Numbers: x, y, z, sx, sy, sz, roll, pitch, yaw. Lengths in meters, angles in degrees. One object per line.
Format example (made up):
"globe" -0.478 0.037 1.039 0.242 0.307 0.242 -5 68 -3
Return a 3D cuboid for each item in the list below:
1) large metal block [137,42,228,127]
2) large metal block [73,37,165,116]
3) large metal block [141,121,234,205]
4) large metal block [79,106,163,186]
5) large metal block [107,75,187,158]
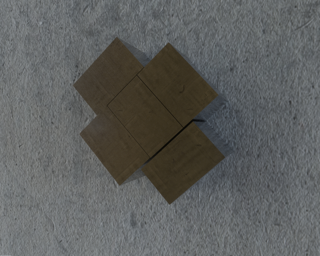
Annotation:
"large metal block" 0.031 -0.047 0.370 0.050 0.080 0.080 -44 77 15
"large metal block" -0.048 -0.060 0.397 0.080 0.080 0.050 -44 77 14
"large metal block" 0.036 0.038 0.368 0.080 0.080 0.050 -44 77 14
"large metal block" -0.040 0.020 0.395 0.050 0.080 0.080 -44 77 15
"large metal block" -0.005 -0.013 0.382 0.050 0.080 0.080 -44 77 15
